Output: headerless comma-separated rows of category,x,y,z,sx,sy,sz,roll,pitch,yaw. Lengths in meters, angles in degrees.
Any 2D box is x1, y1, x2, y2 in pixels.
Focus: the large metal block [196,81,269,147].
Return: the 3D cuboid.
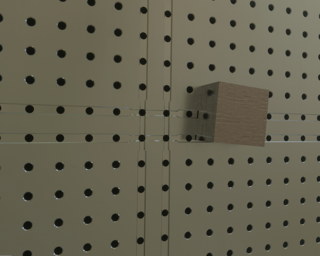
large metal block,0.102,-0.017,0.439,0.081,0.050,0.080,6,88,-20
